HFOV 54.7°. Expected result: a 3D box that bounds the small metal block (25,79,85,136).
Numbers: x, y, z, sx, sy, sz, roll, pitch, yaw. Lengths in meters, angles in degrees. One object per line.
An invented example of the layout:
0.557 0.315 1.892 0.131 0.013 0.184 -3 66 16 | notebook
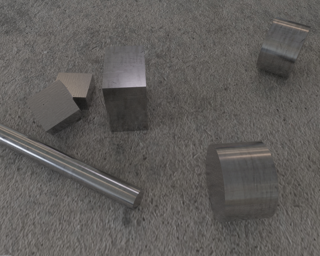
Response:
-0.136 -0.027 0.406 0.050 0.025 0.050 -35 79 -7 | small metal block

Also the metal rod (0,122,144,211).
-0.157 0.025 0.380 0.301 0.025 0.025 22 53 17 | metal rod

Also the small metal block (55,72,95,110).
-0.125 -0.054 0.447 0.050 0.025 0.050 2 50 1 | small metal block

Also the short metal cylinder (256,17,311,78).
0.187 -0.122 0.472 0.050 0.080 0.080 24 54 19 | short metal cylinder

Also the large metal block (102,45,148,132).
-0.044 -0.052 0.411 0.050 0.080 0.080 -3 50 -3 | large metal block

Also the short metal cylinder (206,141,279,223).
0.081 0.055 0.322 0.050 0.080 0.080 -4 50 -3 | short metal cylinder
